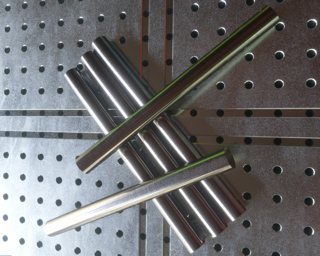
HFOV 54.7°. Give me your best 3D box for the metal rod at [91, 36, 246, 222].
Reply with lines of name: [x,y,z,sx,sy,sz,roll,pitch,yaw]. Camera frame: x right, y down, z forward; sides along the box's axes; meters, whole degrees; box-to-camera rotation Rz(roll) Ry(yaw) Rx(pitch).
metal rod: [0.004,-0.007,0.410,0.025,0.025,0.300,-42,77,15]

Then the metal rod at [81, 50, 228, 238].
metal rod: [-0.014,0.013,0.417,0.025,0.025,0.299,-41,78,15]

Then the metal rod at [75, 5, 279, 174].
metal rod: [0.016,-0.042,0.385,0.300,0.025,0.025,-38,78,7]

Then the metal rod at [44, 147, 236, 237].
metal rod: [-0.044,0.093,0.405,0.300,0.025,0.025,-26,82,26]

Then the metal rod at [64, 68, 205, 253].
metal rod: [-0.041,0.036,0.426,0.025,0.025,0.299,-41,78,15]
